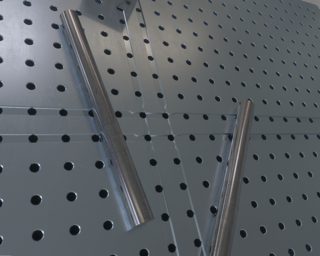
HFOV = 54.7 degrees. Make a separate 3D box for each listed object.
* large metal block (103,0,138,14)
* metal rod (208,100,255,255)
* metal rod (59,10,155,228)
[{"bbox_3d":[-0.068,-0.247,0.506,0.080,0.050,0.080,20,54,-17],"label":"large metal block"},{"bbox_3d":[0.097,0.073,0.415,0.025,0.025,0.300,30,52,-10],"label":"metal rod"},{"bbox_3d":[-0.073,-0.027,0.385,0.025,0.025,0.299,-10,67,-33],"label":"metal rod"}]
